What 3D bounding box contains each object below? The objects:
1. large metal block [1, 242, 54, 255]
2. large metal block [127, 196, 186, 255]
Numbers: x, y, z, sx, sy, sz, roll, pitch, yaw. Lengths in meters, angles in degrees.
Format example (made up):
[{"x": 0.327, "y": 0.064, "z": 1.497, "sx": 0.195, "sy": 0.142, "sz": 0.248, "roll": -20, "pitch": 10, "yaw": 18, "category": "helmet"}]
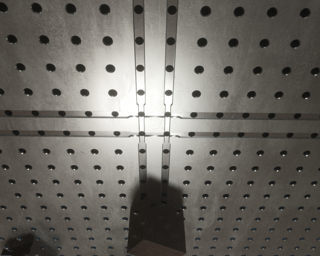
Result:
[{"x": -0.272, "y": 0.284, "z": 0.633, "sx": 0.080, "sy": 0.050, "sz": 0.080, "roll": -21, "pitch": 128, "yaw": 16, "category": "large metal block"}, {"x": -0.005, "y": 0.174, "z": 0.524, "sx": 0.080, "sy": 0.080, "sz": 0.050, "roll": 27, "pitch": 125, "yaw": -21, "category": "large metal block"}]
